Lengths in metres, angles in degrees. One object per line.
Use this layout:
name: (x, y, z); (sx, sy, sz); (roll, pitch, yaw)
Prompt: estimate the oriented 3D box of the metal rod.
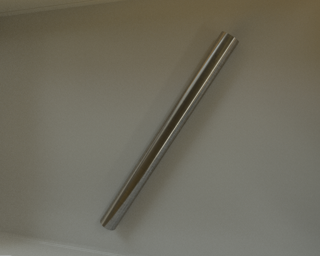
metal rod: (0.007, 0.012, 0.407); (0.025, 0.025, 0.299); (36, 101, 16)
